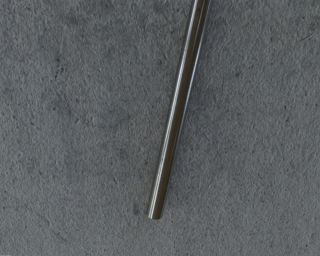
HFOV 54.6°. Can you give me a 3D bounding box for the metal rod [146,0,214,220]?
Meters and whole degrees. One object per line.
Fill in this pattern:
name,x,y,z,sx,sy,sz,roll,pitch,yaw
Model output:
metal rod,0.021,-0.010,0.405,0.025,0.025,0.298,10,110,-4
